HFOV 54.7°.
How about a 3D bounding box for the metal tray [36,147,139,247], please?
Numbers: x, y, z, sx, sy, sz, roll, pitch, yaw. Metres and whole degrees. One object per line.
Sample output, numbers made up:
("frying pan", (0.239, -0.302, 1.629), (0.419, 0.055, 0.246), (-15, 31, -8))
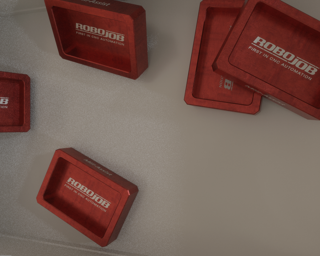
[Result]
("metal tray", (-0.106, 0.096, 0.445), (0.130, 0.030, 0.090), (27, 99, 18))

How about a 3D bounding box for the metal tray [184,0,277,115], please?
("metal tray", (0.086, -0.086, 0.377), (0.090, 0.030, 0.129), (10, 93, 19))

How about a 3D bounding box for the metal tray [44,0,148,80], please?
("metal tray", (-0.081, -0.123, 0.408), (0.130, 0.030, 0.089), (19, 139, 19))

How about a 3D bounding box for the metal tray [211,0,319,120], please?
("metal tray", (0.134, -0.075, 0.332), (0.131, 0.030, 0.090), (27, 93, -2))

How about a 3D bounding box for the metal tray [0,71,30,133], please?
("metal tray", (-0.257, -0.038, 0.444), (0.030, 0.131, 0.089), (0, 90, 42))
